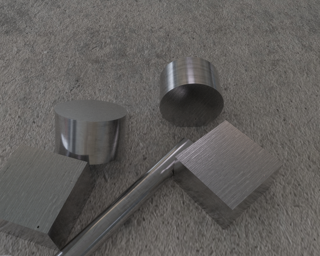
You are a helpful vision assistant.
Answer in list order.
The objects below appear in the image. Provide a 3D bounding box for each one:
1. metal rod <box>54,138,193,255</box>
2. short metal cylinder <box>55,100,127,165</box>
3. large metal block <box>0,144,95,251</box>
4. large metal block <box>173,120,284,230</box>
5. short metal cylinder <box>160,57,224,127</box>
[{"bbox_3d":[-0.065,0.107,0.312,0.025,0.025,0.302,35,58,25],"label":"metal rod"},{"bbox_3d":[-0.081,0.002,0.363,0.081,0.050,0.080,6,20,-2],"label":"short metal cylinder"},{"bbox_3d":[-0.126,0.071,0.326,0.080,0.050,0.080,14,51,11],"label":"large metal block"},{"bbox_3d":[0.073,0.050,0.346,0.080,0.050,0.080,-33,58,-25],"label":"large metal block"},{"bbox_3d":[0.040,-0.046,0.406,0.081,0.080,0.050,0,50,0],"label":"short metal cylinder"}]
